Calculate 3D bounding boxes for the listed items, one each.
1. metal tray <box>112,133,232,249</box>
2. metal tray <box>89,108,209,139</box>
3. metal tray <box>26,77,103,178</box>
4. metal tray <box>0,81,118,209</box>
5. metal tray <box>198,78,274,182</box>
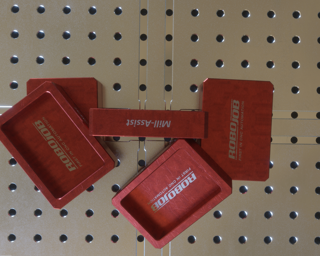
[{"bbox_3d":[0.014,0.081,0.392,0.130,0.030,0.090,-43,91,17],"label":"metal tray"},{"bbox_3d":[-0.012,-0.005,0.380,0.131,0.090,0.030,2,90,-1],"label":"metal tray"},{"bbox_3d":[-0.124,0.000,0.409,0.091,0.030,0.129,-1,91,0],"label":"metal tray"},{"bbox_3d":[-0.126,0.020,0.377,0.090,0.030,0.130,-38,91,-1],"label":"metal tray"},{"bbox_3d":[0.098,0.002,0.411,0.091,0.030,0.129,3,90,-1],"label":"metal tray"}]
